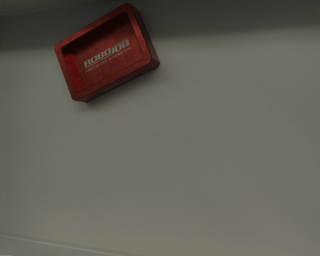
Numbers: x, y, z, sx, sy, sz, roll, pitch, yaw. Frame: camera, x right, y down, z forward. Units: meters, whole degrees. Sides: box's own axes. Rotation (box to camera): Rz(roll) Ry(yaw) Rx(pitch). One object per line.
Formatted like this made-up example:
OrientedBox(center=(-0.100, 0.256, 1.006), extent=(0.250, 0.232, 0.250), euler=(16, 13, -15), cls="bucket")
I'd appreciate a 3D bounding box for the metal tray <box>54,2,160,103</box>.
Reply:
OrientedBox(center=(-0.076, -0.101, 0.433), extent=(0.130, 0.030, 0.090), euler=(-24, 82, 18), cls="metal tray")
